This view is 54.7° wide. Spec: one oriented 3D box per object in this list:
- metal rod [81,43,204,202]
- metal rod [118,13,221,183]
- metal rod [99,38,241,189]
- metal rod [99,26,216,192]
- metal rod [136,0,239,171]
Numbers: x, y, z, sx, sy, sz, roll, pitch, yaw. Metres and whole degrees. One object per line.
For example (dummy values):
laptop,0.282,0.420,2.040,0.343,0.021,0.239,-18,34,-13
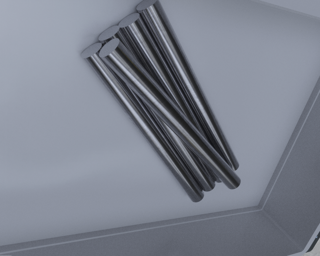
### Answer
metal rod,-0.005,0.015,0.414,0.025,0.025,0.300,-37,129,-3
metal rod,0.034,-0.016,0.415,0.025,0.025,0.300,-37,129,-3
metal rod,0.033,0.004,0.394,0.025,0.025,0.300,-44,129,2
metal rod,0.013,-0.002,0.413,0.025,0.025,0.300,-37,129,-3
metal rod,0.052,-0.033,0.415,0.025,0.025,0.300,-37,129,-3
